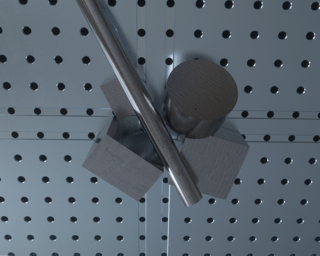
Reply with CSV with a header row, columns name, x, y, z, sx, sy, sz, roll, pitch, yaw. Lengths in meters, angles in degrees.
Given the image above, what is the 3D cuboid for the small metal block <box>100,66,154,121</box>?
name,x,y,z,sx,sy,sz,roll,pitch,yaw
small metal block,-0.041,-0.044,0.397,0.050,0.025,0.050,-23,109,8

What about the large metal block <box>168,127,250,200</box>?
name,x,y,z,sx,sy,sz,roll,pitch,yaw
large metal block,0.061,0.040,0.415,0.080,0.050,0.079,16,109,-7

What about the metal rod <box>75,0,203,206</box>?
name,x,y,z,sx,sy,sz,roll,pitch,yaw
metal rod,-0.028,-0.042,0.365,0.025,0.025,0.299,-27,97,9

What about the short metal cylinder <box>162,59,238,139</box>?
name,x,y,z,sx,sy,sz,roll,pitch,yaw
short metal cylinder,0.045,-0.033,0.365,0.081,0.080,0.050,8,153,-4

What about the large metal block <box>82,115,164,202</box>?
name,x,y,z,sx,sy,sz,roll,pitch,yaw
large metal block,-0.043,0.034,0.396,0.080,0.080,0.050,35,106,-13
